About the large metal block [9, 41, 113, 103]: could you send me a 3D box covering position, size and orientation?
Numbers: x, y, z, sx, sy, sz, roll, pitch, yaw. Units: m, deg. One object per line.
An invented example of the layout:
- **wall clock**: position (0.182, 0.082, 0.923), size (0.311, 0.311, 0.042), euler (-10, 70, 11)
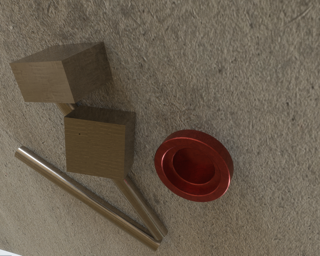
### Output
- **large metal block**: position (-0.120, -0.071, 0.389), size (0.080, 0.080, 0.050), euler (4, 120, 26)

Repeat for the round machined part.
- **round machined part**: position (0.046, 0.044, 0.398), size (0.098, 0.042, 0.097), euler (13, 124, 20)

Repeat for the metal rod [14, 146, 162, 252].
- **metal rod**: position (-0.129, 0.122, 0.547), size (0.301, 0.025, 0.025), euler (32, 128, 6)

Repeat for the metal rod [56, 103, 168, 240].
- **metal rod**: position (-0.078, 0.055, 0.479), size (0.025, 0.025, 0.299), euler (-24, 106, 36)

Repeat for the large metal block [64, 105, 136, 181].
- **large metal block**: position (-0.080, 0.019, 0.423), size (0.080, 0.050, 0.079), euler (8, 113, 8)
